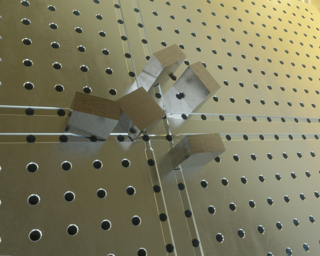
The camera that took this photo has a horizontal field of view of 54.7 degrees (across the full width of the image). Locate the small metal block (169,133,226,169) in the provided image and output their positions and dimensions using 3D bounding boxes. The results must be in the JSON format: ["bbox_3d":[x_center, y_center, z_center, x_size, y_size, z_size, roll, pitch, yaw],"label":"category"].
[{"bbox_3d":[0.047,0.030,0.401,0.050,0.050,0.025,-2,63,-30],"label":"small metal block"}]

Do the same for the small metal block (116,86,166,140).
[{"bbox_3d":[-0.029,-0.020,0.406,0.050,0.025,0.050,49,51,6],"label":"small metal block"}]

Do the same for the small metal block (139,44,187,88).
[{"bbox_3d":[0.004,-0.090,0.451,0.050,0.050,0.025,-34,81,-38],"label":"small metal block"}]

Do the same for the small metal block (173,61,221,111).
[{"bbox_3d":[0.054,-0.062,0.461,0.025,0.050,0.050,-29,78,-38],"label":"small metal block"}]

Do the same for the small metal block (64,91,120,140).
[{"bbox_3d":[-0.079,-0.012,0.358,0.050,0.050,0.025,13,56,-22],"label":"small metal block"}]
